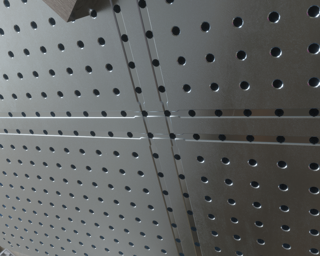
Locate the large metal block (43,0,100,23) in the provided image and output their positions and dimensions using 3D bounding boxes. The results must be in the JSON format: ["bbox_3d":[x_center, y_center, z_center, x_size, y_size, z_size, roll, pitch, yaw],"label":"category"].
[{"bbox_3d":[-0.102,-0.179,0.339,0.080,0.050,0.080,42,129,-1],"label":"large metal block"}]
